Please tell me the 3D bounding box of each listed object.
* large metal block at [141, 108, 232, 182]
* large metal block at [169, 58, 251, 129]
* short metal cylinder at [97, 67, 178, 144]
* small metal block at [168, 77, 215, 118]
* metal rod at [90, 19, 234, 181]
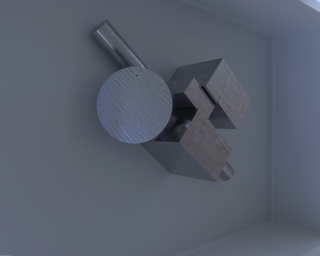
[{"bbox_3d":[0.031,0.021,0.398,0.080,0.080,0.050,47,62,-30],"label":"large metal block"},{"bbox_3d":[0.064,-0.044,0.426,0.080,0.080,0.050,48,61,-30],"label":"large metal block"},{"bbox_3d":[-0.022,-0.024,0.344,0.050,0.080,0.079,3,88,-80],"label":"short metal cylinder"},{"bbox_3d":[0.032,-0.034,0.387,0.050,0.050,0.025,48,61,-30],"label":"small metal block"},{"bbox_3d":[0.020,-0.020,0.425,0.300,0.025,0.025,47,62,-30],"label":"metal rod"}]
